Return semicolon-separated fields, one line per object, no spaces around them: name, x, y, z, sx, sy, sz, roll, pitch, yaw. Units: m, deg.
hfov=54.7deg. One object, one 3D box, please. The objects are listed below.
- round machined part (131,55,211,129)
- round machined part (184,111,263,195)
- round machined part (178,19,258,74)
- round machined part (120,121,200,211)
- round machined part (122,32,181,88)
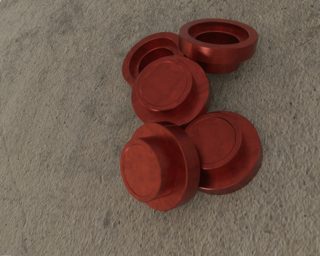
round machined part;0.010;-0.045;0.373;0.098;0.042;0.098;-6;71;17
round machined part;0.062;0.022;0.348;0.098;0.042;0.098;-13;56;20
round machined part;0.073;-0.104;0.401;0.099;0.042;0.098;0;39;0
round machined part;-0.007;0.043;0.338;0.098;0.042;0.097;8;101;47
round machined part;-0.002;-0.087;0.448;0.098;0.042;0.098;-13;56;20
